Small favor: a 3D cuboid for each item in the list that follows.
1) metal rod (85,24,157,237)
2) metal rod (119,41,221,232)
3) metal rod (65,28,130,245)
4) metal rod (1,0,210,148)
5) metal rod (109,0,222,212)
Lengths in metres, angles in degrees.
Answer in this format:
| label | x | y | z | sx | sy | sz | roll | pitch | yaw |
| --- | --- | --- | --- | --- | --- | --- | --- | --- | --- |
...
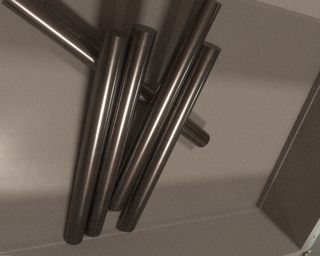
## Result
| label | x | y | z | sx | sy | sz | roll | pitch | yaw |
| --- | --- | --- | --- | --- | --- | --- | --- | --- | --- |
| metal rod | -0.056 | 0.026 | 0.374 | 0.025 | 0.025 | 0.298 | 0 | 125 | -29 |
| metal rod | 0.002 | 0.031 | 0.404 | 0.025 | 0.025 | 0.298 | 4 | 124 | -31 |
| metal rod | -0.081 | 0.033 | 0.366 | 0.025 | 0.025 | 0.298 | 0 | 124 | -29 |
| metal rod | -0.033 | -0.050 | 0.360 | 0.025 | 0.025 | 0.301 | -50 | 129 | 7 |
| metal rod | -0.008 | -0.007 | 0.371 | 0.025 | 0.025 | 0.298 | 6 | 125 | -32 |
